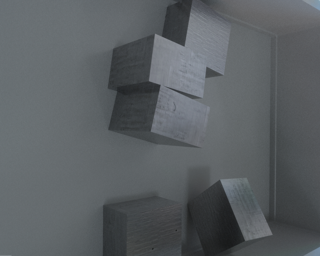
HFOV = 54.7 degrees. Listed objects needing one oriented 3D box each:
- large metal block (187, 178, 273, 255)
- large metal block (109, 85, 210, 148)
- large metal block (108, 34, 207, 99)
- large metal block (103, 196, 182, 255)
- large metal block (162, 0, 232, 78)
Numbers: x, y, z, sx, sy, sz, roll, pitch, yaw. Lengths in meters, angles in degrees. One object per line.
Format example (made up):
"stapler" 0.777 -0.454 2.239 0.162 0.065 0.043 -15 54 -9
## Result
"large metal block" 0.091 0.123 0.424 0.050 0.080 0.080 3 54 -33
"large metal block" -0.001 -0.011 0.369 0.080 0.080 0.050 19 79 -39
"large metal block" -0.003 -0.065 0.368 0.081 0.080 0.050 11 83 -40
"large metal block" -0.021 0.131 0.373 0.081 0.050 0.080 1 90 -40
"large metal block" 0.049 -0.121 0.431 0.081 0.050 0.080 16 80 -39
